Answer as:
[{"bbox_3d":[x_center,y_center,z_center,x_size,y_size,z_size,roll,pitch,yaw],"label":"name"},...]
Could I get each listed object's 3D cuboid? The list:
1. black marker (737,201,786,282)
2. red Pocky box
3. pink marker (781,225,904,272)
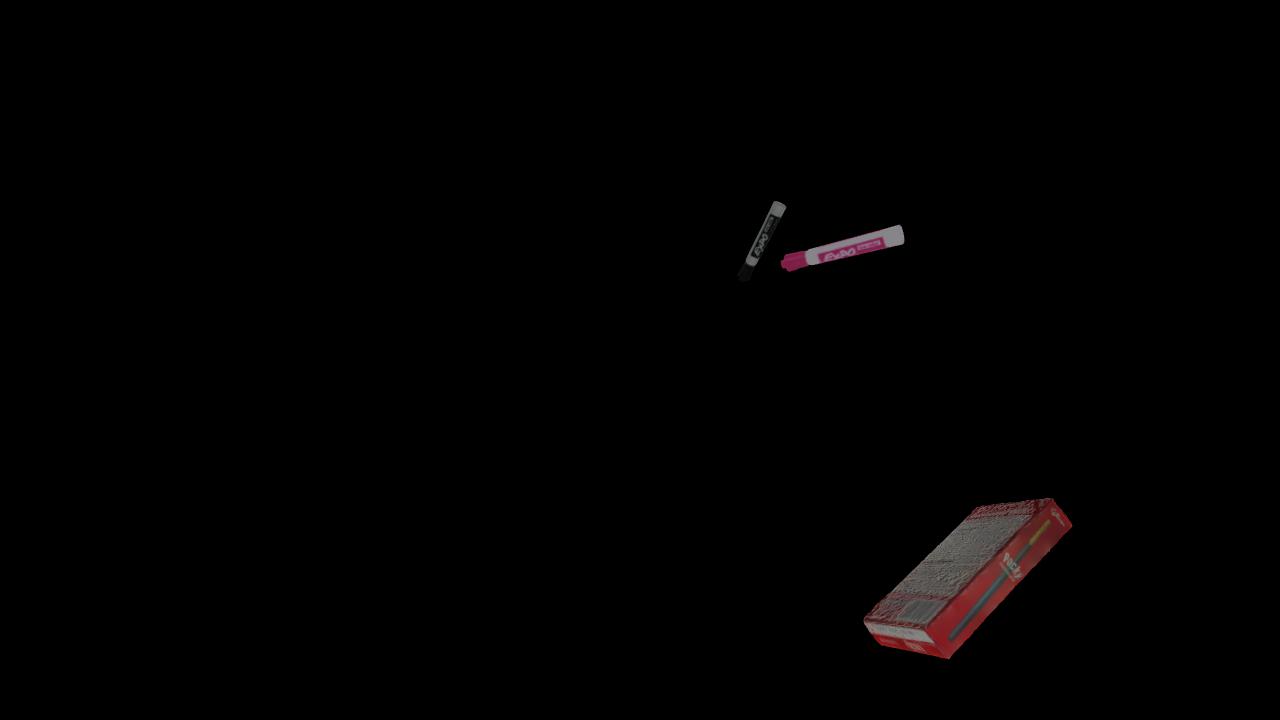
[{"bbox_3d":[0.167,-0.162,0.855,0.020,0.121,0.020,17,32,-11],"label":"black marker"},{"bbox_3d":[0.250,0.164,0.472,0.155,0.028,0.083,-33,-10,-19],"label":"red Pocky box"},{"bbox_3d":[0.198,-0.110,0.614,0.121,0.020,0.020,-10,-6,36],"label":"pink marker"}]
